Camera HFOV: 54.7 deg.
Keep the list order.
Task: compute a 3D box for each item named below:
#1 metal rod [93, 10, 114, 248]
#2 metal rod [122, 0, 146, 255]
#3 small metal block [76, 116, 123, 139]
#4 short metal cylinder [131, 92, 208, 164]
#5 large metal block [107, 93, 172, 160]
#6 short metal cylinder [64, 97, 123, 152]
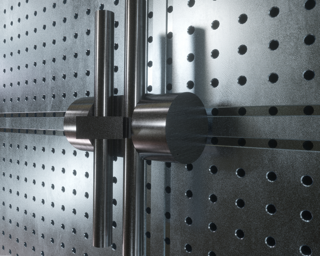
[{"bbox_3d":[-0.073,0.001,0.400,0.025,0.025,0.298,1,91,40],"label":"metal rod"},{"bbox_3d":[-0.030,0.000,0.365,0.025,0.025,0.298,1,91,40],"label":"metal rod"},{"bbox_3d":[-0.068,-0.001,0.363,0.050,0.050,0.025,-171,81,-84],"label":"small metal block"},{"bbox_3d":[0.013,0.000,0.358,0.050,0.081,0.079,1,91,41],"label":"short metal cylinder"},{"bbox_3d":[-0.028,-0.002,0.411,0.080,0.050,0.079,1,91,40],"label":"large metal block"},{"bbox_3d":[-0.088,-0.005,0.441,0.050,0.081,0.079,2,91,40],"label":"short metal cylinder"}]
